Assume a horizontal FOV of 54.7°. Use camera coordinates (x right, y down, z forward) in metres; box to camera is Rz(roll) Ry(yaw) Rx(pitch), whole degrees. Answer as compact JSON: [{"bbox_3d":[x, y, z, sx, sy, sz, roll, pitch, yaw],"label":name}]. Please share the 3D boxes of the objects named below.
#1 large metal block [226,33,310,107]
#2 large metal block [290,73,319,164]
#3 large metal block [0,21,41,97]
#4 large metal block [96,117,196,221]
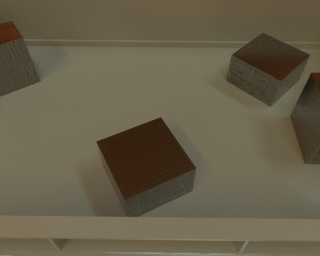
[{"bbox_3d":[0.160,-0.089,0.465,0.080,0.050,0.080,37,59,27],"label":"large metal block"},{"bbox_3d":[0.207,-0.011,0.379,0.050,0.080,0.080,2,50,1],"label":"large metal block"},{"bbox_3d":[-0.233,-0.096,0.449,0.081,0.080,0.050,-27,55,-21],"label":"large metal block"},{"bbox_3d":[-0.016,0.044,0.351,0.081,0.050,0.080,-21,53,-17],"label":"large metal block"}]
